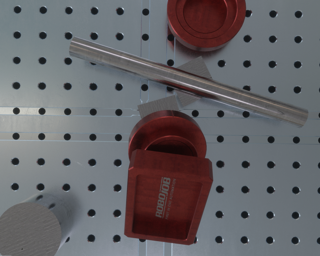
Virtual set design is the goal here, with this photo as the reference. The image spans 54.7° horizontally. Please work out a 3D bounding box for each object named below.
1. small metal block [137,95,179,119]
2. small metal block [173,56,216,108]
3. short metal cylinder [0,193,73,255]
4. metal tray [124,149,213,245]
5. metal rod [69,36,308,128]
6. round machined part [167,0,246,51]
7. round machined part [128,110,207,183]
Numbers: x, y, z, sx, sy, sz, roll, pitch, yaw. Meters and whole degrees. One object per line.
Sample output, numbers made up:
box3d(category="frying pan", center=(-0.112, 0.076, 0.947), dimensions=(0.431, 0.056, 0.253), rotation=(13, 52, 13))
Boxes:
box3d(category="small metal block", center=(0.002, -0.012, 0.413), dimensions=(0.050, 0.025, 0.050), rotation=(-16, 90, 0))
box3d(category="small metal block", center=(0.042, -0.061, 0.413), dimensions=(0.050, 0.025, 0.050), rotation=(-26, 90, 0))
box3d(category="short metal cylinder", center=(-0.159, 0.129, 0.400), dimensions=(0.081, 0.050, 0.080), rotation=(0, 90, 0))
box3d(category="metal tray", center=(0.006, 0.088, 0.374), dimensions=(0.091, 0.030, 0.129), rotation=(8, 128, 0))
box3d(category="metal rod", center=(0.035, -0.057, 0.388), dimensions=(0.302, 0.025, 0.025), rotation=(17, 90, 0))
box3d(category="round machined part", center=(0.058, -0.149, 0.405), dimensions=(0.099, 0.042, 0.097), rotation=(0, 90, 0))
box3d(category="round machined part", center=(0.010, 0.030, 0.386), dimensions=(0.099, 0.042, 0.097), rotation=(-3, 116, -5))
